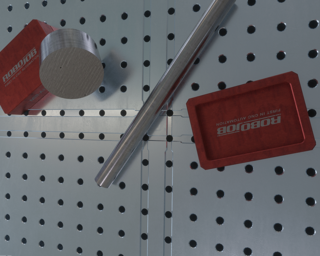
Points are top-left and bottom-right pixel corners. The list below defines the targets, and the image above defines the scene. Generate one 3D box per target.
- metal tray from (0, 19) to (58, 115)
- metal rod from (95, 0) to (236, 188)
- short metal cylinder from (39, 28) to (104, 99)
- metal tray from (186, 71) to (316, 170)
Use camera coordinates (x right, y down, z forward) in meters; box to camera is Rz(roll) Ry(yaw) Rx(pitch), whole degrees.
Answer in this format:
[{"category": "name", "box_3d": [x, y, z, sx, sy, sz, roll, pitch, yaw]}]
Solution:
[{"category": "metal tray", "box_3d": [-0.207, -0.092, 0.483, 0.130, 0.030, 0.090, -36, 79, 16]}, {"category": "metal rod", "box_3d": [0.001, -0.043, 0.412, 0.025, 0.025, 0.299, 38, 102, 16]}, {"category": "short metal cylinder", "box_3d": [-0.120, -0.086, 0.418, 0.080, 0.080, 0.050, -37, 45, 16]}, {"category": "metal tray", "box_3d": [0.105, -0.006, 0.372, 0.130, 0.030, 0.090, -14, 85, 19]}]
